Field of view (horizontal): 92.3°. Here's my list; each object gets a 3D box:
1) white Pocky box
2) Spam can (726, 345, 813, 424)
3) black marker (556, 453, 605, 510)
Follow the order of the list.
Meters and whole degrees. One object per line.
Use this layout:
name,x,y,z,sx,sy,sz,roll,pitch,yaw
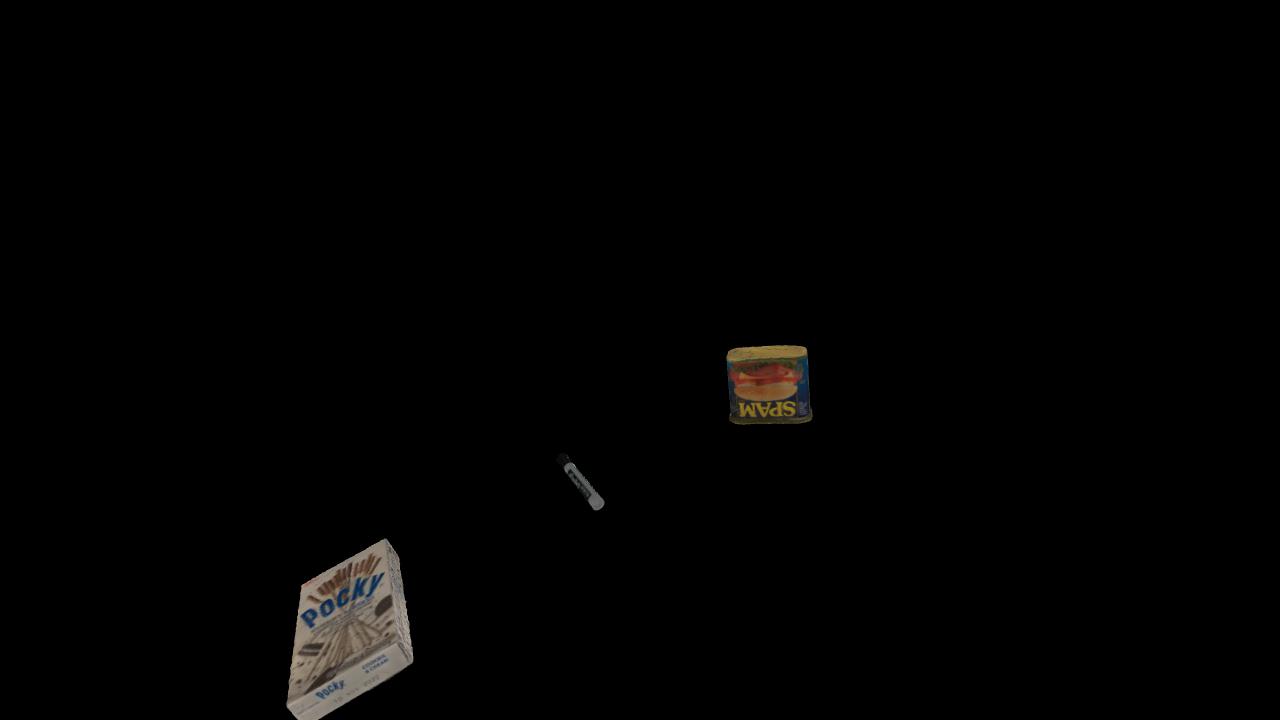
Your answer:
white Pocky box,-0.238,0.215,0.508,0.084,0.028,0.154,-28,24,-16
Spam can,0.159,0.029,0.759,0.101,0.085,0.058,-2,17,15
black marker,-0.089,0.174,0.896,0.020,0.020,0.121,0,27,-37
